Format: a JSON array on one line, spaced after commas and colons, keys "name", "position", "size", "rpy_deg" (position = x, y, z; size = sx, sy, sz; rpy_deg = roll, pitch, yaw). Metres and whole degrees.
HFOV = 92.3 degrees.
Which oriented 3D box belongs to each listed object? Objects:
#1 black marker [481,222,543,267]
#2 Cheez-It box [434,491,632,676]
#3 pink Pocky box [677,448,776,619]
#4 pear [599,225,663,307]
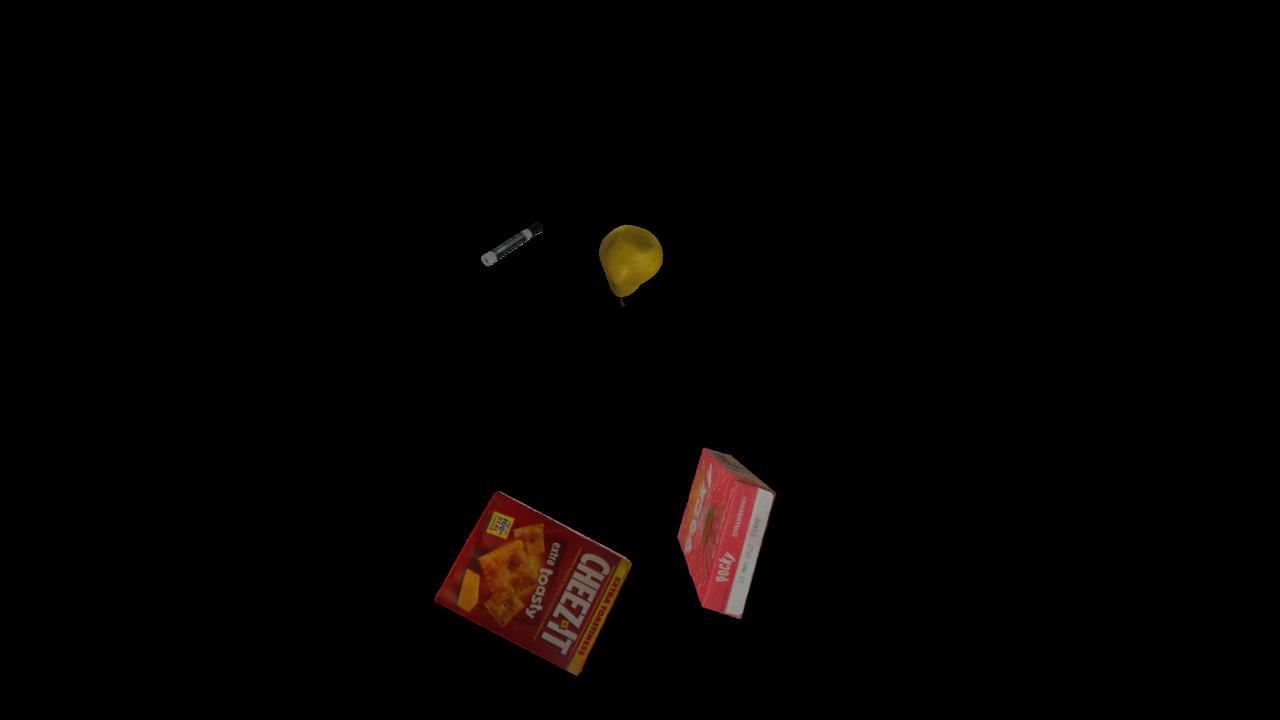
[{"name": "black marker", "position": [-0.193, -0.180, 0.942], "size": [0.020, 0.020, 0.121], "rpy_deg": [0, 35, 46]}, {"name": "Cheez-It box", "position": [-0.146, 0.309, 0.866], "size": [0.223, 0.166, 0.071], "rpy_deg": [29, -14, -3]}, {"name": "pink Pocky box", "position": [0.058, 0.118, 0.456], "size": [0.029, 0.084, 0.155], "rpy_deg": [16, 0, -2]}, {"name": "pear", "position": [-0.020, -0.116, 0.784], "size": [0.080, 0.080, 0.111], "rpy_deg": [0, -41, -31]}]
